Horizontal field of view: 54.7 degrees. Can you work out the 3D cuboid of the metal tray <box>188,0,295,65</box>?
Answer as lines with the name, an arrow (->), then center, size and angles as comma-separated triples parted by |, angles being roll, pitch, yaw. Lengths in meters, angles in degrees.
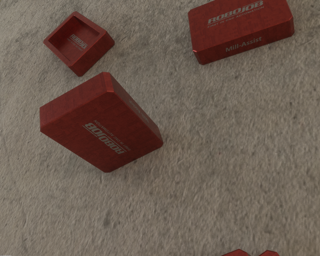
metal tray -> 0.109, -0.149, 0.434 | 0.130, 0.030, 0.090 | -15, 56, 19

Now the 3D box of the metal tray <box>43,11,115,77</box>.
metal tray -> -0.154, -0.160, 0.576 | 0.090, 0.030, 0.130 | -46, 51, -4

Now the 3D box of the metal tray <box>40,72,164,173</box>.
metal tray -> -0.063, 0.001, 0.368 | 0.090, 0.130, 0.030 | -27, 53, 11

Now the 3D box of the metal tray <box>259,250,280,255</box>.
metal tray -> 0.060, 0.166, 0.227 | 0.130, 0.030, 0.090 | -36, 51, 3

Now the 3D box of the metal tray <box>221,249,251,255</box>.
metal tray -> 0.058, 0.182, 0.258 | 0.090, 0.030, 0.130 | -27, 53, 11
